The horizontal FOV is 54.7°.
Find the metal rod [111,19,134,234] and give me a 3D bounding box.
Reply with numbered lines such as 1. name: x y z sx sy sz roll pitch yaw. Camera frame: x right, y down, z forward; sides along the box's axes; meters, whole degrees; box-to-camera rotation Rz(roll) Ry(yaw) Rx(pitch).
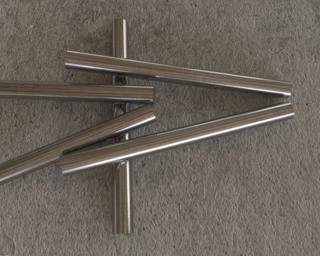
1. metal rod: -0.052 -0.016 0.414 0.025 0.025 0.299 -3 70 -2

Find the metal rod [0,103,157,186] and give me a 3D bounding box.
1. metal rod: -0.148 0.038 0.379 0.302 0.025 0.025 -22 72 -3

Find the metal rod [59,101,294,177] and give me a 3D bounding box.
1. metal rod: 0.031 0.010 0.389 0.302 0.025 0.025 -13 71 -12

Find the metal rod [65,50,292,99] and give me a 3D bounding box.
1. metal rod: 0.028 -0.071 0.418 0.302 0.025 0.025 7 70 -5

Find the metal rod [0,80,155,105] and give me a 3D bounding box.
1. metal rod: -0.157 -0.049 0.410 0.302 0.025 0.025 3 70 6
